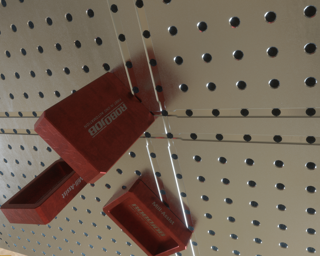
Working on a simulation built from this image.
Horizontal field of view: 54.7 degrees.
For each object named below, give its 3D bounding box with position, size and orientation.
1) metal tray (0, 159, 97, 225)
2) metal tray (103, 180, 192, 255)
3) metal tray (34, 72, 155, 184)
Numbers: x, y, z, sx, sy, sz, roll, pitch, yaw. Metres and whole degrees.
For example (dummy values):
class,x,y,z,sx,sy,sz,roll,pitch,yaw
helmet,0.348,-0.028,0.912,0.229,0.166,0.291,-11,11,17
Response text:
class,x,y,z,sx,sy,sz,roll,pitch,yaw
metal tray,-0.168,0.094,0.488,0.090,0.131,0.030,-9,114,32
metal tray,-0.022,0.155,0.513,0.130,0.030,0.090,47,129,-5
metal tray,-0.071,-0.006,0.375,0.090,0.131,0.030,47,129,-5
